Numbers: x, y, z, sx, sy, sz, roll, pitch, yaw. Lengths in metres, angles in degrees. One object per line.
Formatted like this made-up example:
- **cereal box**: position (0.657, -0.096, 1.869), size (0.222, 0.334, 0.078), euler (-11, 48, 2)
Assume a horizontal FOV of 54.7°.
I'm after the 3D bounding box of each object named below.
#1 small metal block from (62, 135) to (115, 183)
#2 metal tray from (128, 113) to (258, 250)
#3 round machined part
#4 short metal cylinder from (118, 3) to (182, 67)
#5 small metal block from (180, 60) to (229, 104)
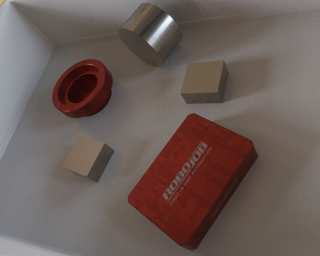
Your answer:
- **small metal block**: position (-0.100, 0.042, 0.430), size (0.050, 0.025, 0.050), euler (14, 68, 33)
- **metal tray**: position (0.036, 0.055, 0.349), size (0.090, 0.030, 0.130), euler (29, 77, 37)
- **round machined part**: position (-0.116, -0.057, 0.489), size (0.098, 0.042, 0.098), euler (-13, 56, 20)
- **short metal cylinder**: position (-0.014, -0.137, 0.460), size (0.080, 0.080, 0.050), euler (30, 78, 37)
- **small metal block**: position (0.060, -0.060, 0.411), size (0.050, 0.025, 0.050), euler (1, 62, 28)
